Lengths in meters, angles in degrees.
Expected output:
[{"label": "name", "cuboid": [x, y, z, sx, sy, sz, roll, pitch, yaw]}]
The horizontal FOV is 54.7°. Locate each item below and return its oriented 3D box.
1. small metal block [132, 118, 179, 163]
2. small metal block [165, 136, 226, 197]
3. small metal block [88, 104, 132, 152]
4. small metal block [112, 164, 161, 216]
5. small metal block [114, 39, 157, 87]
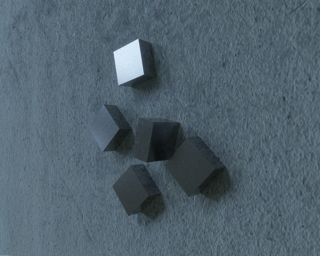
[{"label": "small metal block", "cuboid": [-0.005, 0.014, 0.393, 0.025, 0.050, 0.050, 17, 101, 39]}, {"label": "small metal block", "cuboid": [0.041, 0.046, 0.371, 0.050, 0.025, 0.050, 51, 120, 27]}, {"label": "small metal block", "cuboid": [-0.076, 0.000, 0.468, 0.050, 0.025, 0.050, -51, 60, 28]}, {"label": "small metal block", "cuboid": [-0.034, 0.086, 0.433, 0.050, 0.025, 0.050, -49, 61, 29]}, {"label": "small metal block", "cuboid": [-0.036, -0.090, 0.435, 0.050, 0.025, 0.050, -15, 81, 39]}]
